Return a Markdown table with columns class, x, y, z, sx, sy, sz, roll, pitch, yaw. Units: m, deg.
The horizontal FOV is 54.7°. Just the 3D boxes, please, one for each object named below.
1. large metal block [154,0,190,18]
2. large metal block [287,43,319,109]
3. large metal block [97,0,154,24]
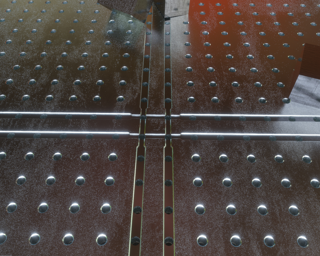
| class | x | y | z | sx | sy | sz | roll | pitch | yaw |
| --- | --- | --- | --- | --- | --- | --- | --- | --- | --- |
| large metal block | 0.021 | -0.275 | 0.602 | 0.050 | 0.080 | 0.080 | -13 | 52 | -14 |
| large metal block | 0.243 | -0.074 | 0.456 | 0.080 | 0.050 | 0.080 | 18 | 52 | 14 |
| large metal block | -0.057 | -0.252 | 0.575 | 0.080 | 0.080 | 0.050 | 28 | 12 | 21 |
